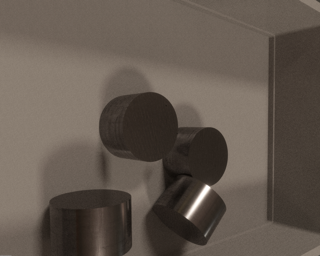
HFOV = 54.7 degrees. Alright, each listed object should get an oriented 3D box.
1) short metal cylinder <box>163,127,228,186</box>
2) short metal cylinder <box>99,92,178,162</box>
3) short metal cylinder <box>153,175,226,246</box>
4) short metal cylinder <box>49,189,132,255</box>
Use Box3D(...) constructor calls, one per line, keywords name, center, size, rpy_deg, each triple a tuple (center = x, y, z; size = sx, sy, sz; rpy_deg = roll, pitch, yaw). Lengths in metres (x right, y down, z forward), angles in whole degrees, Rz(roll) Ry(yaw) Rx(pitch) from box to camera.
Box3D(name="short metal cylinder", center=(0.050, 0.038, 0.435), size=(0.081, 0.050, 0.079), rpy_deg=(0, 90, -40))
Box3D(name="short metal cylinder", center=(-0.025, -0.001, 0.371), size=(0.081, 0.050, 0.079), rpy_deg=(0, 90, -40))
Box3D(name="short metal cylinder", center=(0.039, 0.107, 0.406), size=(0.050, 0.080, 0.080), rpy_deg=(-50, 120, -29))
Box3D(name="short metal cylinder", center=(-0.069, 0.096, 0.315), size=(0.081, 0.080, 0.050), rpy_deg=(-2, 92, -40))
